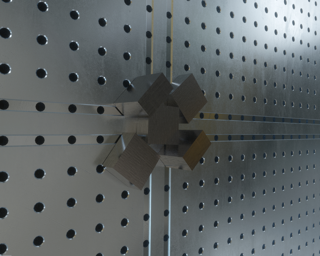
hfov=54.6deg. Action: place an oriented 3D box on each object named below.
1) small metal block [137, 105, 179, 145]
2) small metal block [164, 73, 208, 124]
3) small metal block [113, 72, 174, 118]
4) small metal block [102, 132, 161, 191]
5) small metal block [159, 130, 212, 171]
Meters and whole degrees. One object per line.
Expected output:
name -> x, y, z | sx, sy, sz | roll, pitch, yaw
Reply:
small metal block -> -0.002, -0.004, 0.405 | 0.050, 0.025, 0.050 | 4, 86, -39
small metal block -> 0.034, -0.041, 0.436 | 0.050, 0.025, 0.050 | -47, 118, -29
small metal block -> -0.020, -0.039, 0.374 | 0.025, 0.050, 0.050 | 52, 60, -28
small metal block -> -0.034, 0.040, 0.379 | 0.050, 0.025, 0.050 | 46, 62, -31
small metal block -> 0.033, 0.029, 0.419 | 0.050, 0.050, 0.025 | -50, 119, -28
